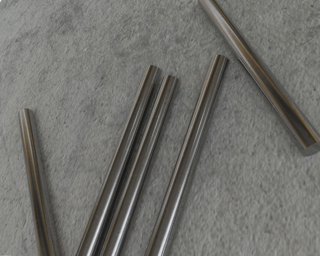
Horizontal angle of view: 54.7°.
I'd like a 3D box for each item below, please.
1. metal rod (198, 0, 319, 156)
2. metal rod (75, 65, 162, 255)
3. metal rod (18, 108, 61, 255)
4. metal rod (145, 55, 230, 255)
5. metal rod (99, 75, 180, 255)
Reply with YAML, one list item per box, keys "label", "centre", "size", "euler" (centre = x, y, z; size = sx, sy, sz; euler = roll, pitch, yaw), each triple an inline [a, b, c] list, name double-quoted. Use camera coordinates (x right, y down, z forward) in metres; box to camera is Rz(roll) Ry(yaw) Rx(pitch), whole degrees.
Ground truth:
- label: "metal rod"
  centre: [0.113, -0.091, 0.399]
  size: [0.025, 0.025, 0.299]
  euler: [-28, 52, 10]
- label: "metal rod"
  centre: [-0.051, 0.046, 0.401]
  size: [0.025, 0.025, 0.300]
  euler: [4, 63, 29]
- label: "metal rod"
  centre: [-0.177, 0.078, 0.446]
  size: [0.025, 0.025, 0.300]
  euler: [-34, 52, 6]
- label: "metal rod"
  centre: [0.032, 0.040, 0.361]
  size: [0.025, 0.025, 0.300]
  euler: [7, 65, 31]
- label: "metal rod"
  centre: [-0.028, 0.064, 0.377]
  size: [0.025, 0.025, 0.300]
  euler: [5, 64, 30]
